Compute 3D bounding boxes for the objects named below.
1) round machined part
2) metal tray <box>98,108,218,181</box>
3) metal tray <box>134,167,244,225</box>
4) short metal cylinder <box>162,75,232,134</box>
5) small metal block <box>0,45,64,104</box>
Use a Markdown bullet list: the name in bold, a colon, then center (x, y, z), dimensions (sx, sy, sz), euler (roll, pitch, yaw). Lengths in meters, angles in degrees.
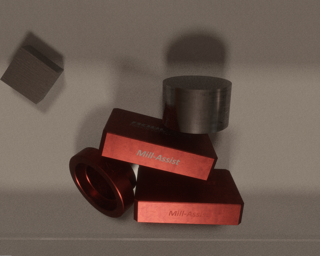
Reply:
- **round machined part**: center (-0.070, 0.066, 0.408), dimensions (0.098, 0.042, 0.097), euler (24, 134, 29)
- **metal tray**: center (-0.002, 0.017, 0.382), dimensions (0.131, 0.090, 0.030), euler (14, 110, -6)
- **metal tray**: center (0.034, 0.086, 0.408), dimensions (0.131, 0.090, 0.030), euler (2, 110, -2)
- **short metal cylinder**: center (0.043, -0.031, 0.371), dimensions (0.081, 0.080, 0.050), euler (0, 110, -1)
- **small metal block**: center (-0.158, -0.066, 0.385), dimensions (0.050, 0.025, 0.050), euler (37, 106, -13)
